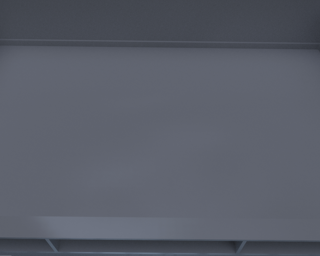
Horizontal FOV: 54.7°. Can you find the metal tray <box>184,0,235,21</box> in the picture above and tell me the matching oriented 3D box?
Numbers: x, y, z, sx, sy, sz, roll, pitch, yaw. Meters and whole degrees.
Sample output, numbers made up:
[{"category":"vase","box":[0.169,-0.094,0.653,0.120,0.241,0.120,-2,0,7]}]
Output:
[{"category":"metal tray","box":[0.090,-0.271,0.601,0.091,0.030,0.129,-1,71,-3]}]

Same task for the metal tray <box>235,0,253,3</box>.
[{"category":"metal tray","box":[0.121,-0.296,0.612,0.131,0.089,0.030,-4,31,-4]}]
